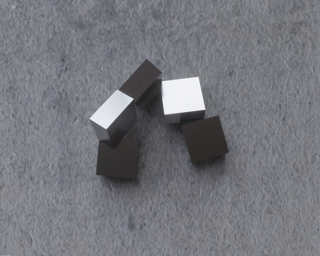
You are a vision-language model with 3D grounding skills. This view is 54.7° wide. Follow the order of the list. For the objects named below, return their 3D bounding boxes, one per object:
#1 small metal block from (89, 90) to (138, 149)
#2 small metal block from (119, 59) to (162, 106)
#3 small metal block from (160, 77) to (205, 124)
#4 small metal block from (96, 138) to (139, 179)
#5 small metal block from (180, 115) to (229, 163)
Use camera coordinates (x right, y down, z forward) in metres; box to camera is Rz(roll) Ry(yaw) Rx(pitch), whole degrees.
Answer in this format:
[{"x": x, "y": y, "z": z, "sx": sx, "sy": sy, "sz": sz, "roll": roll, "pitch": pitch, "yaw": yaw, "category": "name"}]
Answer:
[{"x": -0.055, "y": -0.010, "z": 0.380, "sx": 0.025, "sy": 0.050, "sz": 0.050, "roll": 31, "pitch": 65, "yaw": 18, "category": "small metal block"}, {"x": -0.024, "y": -0.057, "z": 0.397, "sx": 0.025, "sy": 0.050, "sz": 0.050, "roll": 42, "pitch": 90, "yaw": -1, "category": "small metal block"}, {"x": 0.028, "y": -0.036, "z": 0.400, "sx": 0.050, "sy": 0.025, "sz": 0.050, "roll": -7, "pitch": 62, "yaw": -1, "category": "small metal block"}, {"x": -0.055, "y": 0.038, "z": 0.409, "sx": 0.050, "sy": 0.025, "sz": 0.050, "roll": 5, "pitch": 90, "yaw": -1, "category": "small metal block"}, {"x": 0.058, "y": 0.014, "z": 0.411, "sx": 0.050, "sy": 0.025, "sz": 0.050, "roll": -16, "pitch": 90, "yaw": -1, "category": "small metal block"}]
